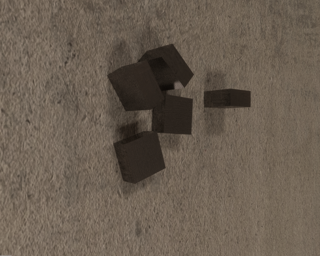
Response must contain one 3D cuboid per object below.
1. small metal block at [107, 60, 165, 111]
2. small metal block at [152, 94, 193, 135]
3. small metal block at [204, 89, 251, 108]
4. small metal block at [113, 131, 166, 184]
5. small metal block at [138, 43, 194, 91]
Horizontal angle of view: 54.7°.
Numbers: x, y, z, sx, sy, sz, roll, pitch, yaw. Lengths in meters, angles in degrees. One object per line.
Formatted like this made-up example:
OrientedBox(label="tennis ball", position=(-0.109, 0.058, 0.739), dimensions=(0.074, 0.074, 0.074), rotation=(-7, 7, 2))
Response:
OrientedBox(label="small metal block", position=(-0.029, -0.048, 0.366), dimensions=(0.025, 0.050, 0.050), rotation=(-40, 115, -33))
OrientedBox(label="small metal block", position=(0.017, -0.017, 0.421), dimensions=(0.050, 0.025, 0.050), rotation=(5, 87, -40))
OrientedBox(label="small metal block", position=(0.104, -0.044, 0.478), dimensions=(0.050, 0.050, 0.025), rotation=(-1, 91, -40))
OrientedBox(label="small metal block", position=(-0.025, 0.035, 0.386), dimensions=(0.050, 0.025, 0.050), rotation=(-22, 104, -38))
OrientedBox(label="small metal block", position=(0.006, -0.075, 0.396), dimensions=(0.050, 0.050, 0.025), rotation=(50, 61, -29))
